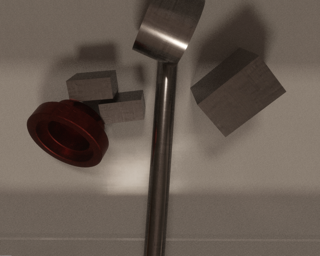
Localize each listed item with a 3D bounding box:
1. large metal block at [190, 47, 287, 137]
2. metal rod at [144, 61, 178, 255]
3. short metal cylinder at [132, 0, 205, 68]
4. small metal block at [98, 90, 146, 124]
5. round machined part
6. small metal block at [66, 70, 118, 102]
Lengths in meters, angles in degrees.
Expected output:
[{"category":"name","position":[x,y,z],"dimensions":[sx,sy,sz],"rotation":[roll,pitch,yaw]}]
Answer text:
[{"category":"large metal block","position":[0.087,-0.045,0.367],"dimensions":[0.080,0.080,0.050],"rotation":[-39,106,13]},{"category":"metal rod","position":[-0.001,0.067,0.373],"dimensions":[0.025,0.025,0.298],"rotation":[4,86,-2]},{"category":"short metal cylinder","position":[0.008,-0.113,0.340],"dimensions":[0.050,0.080,0.079],"rotation":[23,108,-9]},{"category":"small metal block","position":[-0.046,-0.027,0.387],"dimensions":[0.050,0.050,0.025],"rotation":[-6,110,2]},{"category":"round machined part","position":[-0.109,0.003,0.386],"dimensions":[0.098,0.042,0.097],"rotation":[13,140,12]},{"category":"small metal block","position":[-0.080,-0.052,0.378],"dimensions":[0.050,0.050,0.025],"rotation":[-5,110,1]}]
